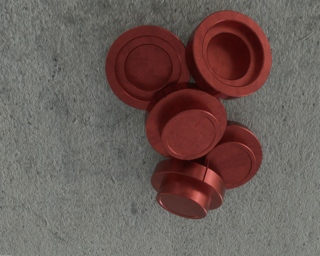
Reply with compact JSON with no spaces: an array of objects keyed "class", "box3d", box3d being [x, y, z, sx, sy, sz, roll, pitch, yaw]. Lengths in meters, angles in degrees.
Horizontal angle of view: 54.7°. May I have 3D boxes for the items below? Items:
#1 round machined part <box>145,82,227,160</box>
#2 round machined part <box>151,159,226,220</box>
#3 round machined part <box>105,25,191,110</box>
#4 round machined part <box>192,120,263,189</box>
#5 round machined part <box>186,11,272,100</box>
[{"class":"round machined part","box3d":[0.032,-0.001,0.367,0.099,0.042,0.097,-5,121,-7]},{"class":"round machined part","box3d":[0.033,0.085,0.407,0.098,0.042,0.097,16,145,11]},{"class":"round machined part","box3d":[-0.013,-0.074,0.375,0.099,0.042,0.097,0,110,-1]},{"class":"round machined part","box3d":[0.090,0.042,0.419,0.099,0.042,0.097,0,110,-1]},{"class":"round machined part","box3d":[0.075,-0.080,0.359,0.099,0.042,0.097,2,83,-18]}]
